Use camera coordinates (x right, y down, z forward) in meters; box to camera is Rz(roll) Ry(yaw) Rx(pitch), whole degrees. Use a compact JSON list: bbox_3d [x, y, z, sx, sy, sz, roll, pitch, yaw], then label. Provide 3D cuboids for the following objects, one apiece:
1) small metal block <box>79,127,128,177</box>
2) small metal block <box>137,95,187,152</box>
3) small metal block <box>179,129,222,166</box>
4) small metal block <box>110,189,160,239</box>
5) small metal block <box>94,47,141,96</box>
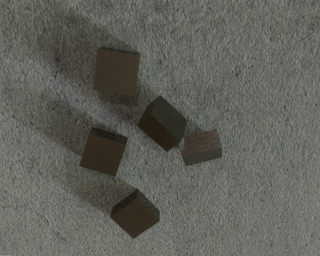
[{"bbox_3d":[-0.076,0.032,0.421,0.050,0.025,0.050,18,109,-7],"label":"small metal block"},{"bbox_3d":[0.004,-0.007,0.391,0.050,0.050,0.025,42,123,-14],"label":"small metal block"},{"bbox_3d":[0.053,0.027,0.404,0.050,0.050,0.025,-15,69,5],"label":"small metal block"},{"bbox_3d":[-0.036,0.127,0.456,0.050,0.025,0.050,-38,106,12],"label":"small metal block"},{"bbox_3d":[-0.052,-0.070,0.383,0.050,0.025,0.050,8,110,-4],"label":"small metal block"}]
